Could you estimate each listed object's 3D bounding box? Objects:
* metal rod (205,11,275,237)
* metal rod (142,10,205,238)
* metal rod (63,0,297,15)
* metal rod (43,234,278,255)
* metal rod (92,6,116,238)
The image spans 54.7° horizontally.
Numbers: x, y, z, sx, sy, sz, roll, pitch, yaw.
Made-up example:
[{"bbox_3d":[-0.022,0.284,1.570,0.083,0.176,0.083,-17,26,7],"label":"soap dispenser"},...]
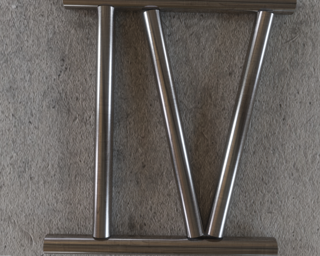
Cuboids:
[{"bbox_3d":[0.106,-0.005,0.412,0.025,0.025,0.298,13,90,-1],"label":"metal rod"},{"bbox_3d":[0.018,-0.006,0.410,0.025,0.025,0.298,-11,90,0],"label":"metal rod"},{"bbox_3d":[0.026,-0.167,0.411,0.302,0.025,0.025,1,90,-1],"label":"metal rod"},{"bbox_3d":[0.001,0.155,0.410,0.302,0.025,0.025,1,90,-1],"label":"metal rod"},{"bbox_3d":[-0.074,-0.008,0.409,0.025,0.025,0.298,1,90,-1],"label":"metal rod"}]
